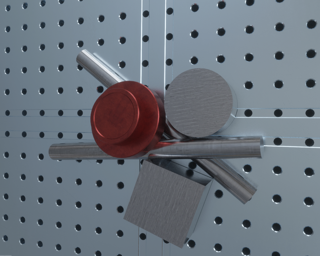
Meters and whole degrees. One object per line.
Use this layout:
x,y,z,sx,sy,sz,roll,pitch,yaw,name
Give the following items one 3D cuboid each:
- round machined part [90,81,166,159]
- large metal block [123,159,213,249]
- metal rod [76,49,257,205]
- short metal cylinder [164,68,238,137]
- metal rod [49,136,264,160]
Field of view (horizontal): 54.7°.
-0.046,-0.012,0.383,0.098,0.042,0.097,-4,79,25,round machined part
0.011,0.089,0.392,0.080,0.050,0.080,21,97,18,large metal block
-0.001,-0.011,0.412,0.300,0.025,0.025,40,103,15,metal rod
0.051,-0.029,0.380,0.080,0.050,0.079,0,90,19,short metal cylinder
-0.024,0.028,0.400,0.300,0.025,0.025,-3,89,26,metal rod
